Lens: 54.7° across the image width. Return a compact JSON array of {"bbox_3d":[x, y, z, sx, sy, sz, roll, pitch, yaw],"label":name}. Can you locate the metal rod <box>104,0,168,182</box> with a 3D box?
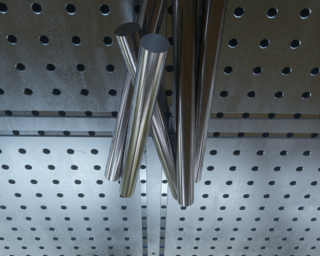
[{"bbox_3d":[-0.035,-0.038,0.378,0.025,0.025,0.298,11,129,-10],"label":"metal rod"}]

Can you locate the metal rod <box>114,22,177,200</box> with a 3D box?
[{"bbox_3d":[0.001,0.007,0.397,0.025,0.025,0.299,-10,136,8],"label":"metal rod"}]

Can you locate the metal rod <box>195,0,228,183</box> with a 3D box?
[{"bbox_3d":[0.053,-0.038,0.380,0.025,0.025,0.298,0,130,-1],"label":"metal rod"}]

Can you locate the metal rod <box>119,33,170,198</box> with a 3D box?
[{"bbox_3d":[-0.029,0.015,0.378,0.025,0.025,0.298,7,144,-7],"label":"metal rod"}]

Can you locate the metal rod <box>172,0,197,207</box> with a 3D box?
[{"bbox_3d":[0.031,-0.014,0.380,0.025,0.025,0.298,-3,125,1],"label":"metal rod"}]
